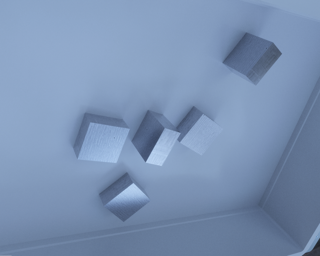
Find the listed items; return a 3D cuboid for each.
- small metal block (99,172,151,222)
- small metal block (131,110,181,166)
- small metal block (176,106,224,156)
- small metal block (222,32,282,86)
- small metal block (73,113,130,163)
[{"bbox_3d":[-0.050,0.099,0.443,0.050,0.025,0.050,-38,129,-3],"label":"small metal block"},{"bbox_3d":[-0.006,0.012,0.396,0.025,0.050,0.050,17,109,-35],"label":"small metal block"},{"bbox_3d":[0.054,0.005,0.441,0.050,0.025,0.050,32,101,-38],"label":"small metal block"},{"bbox_3d":[0.118,-0.090,0.401,0.025,0.050,0.050,31,101,-38],"label":"small metal block"},{"bbox_3d":[-0.072,0.013,0.377,0.050,0.025,0.050,10,113,-33],"label":"small metal block"}]
